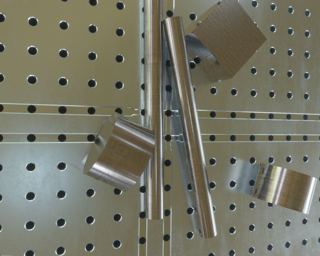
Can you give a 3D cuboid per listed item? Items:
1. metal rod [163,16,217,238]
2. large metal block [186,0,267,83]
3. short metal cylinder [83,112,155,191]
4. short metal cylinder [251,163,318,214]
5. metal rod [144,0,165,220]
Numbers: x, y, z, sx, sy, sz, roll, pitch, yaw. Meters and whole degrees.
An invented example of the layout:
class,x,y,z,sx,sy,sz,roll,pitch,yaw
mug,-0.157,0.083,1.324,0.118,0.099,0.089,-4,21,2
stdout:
class,x,y,z,sx,sy,sz,roll,pitch,yaw
metal rod,0.042,0.004,0.420,0.025,0.025,0.298,-13,97,-20
large metal block,0.086,-0.122,0.431,0.080,0.050,0.080,46,76,-14
short metal cylinder,-0.048,0.028,0.366,0.050,0.080,0.080,29,81,-18
short metal cylinder,0.179,0.087,0.449,0.081,0.080,0.050,19,84,-19
metal rod,-0.008,-0.031,0.409,0.025,0.025,0.298,-1,90,-20
